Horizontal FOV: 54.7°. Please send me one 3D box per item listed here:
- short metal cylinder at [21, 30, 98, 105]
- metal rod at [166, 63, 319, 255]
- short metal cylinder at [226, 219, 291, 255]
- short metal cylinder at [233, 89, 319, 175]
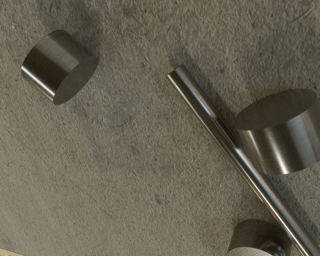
[{"bbox_3d":[-0.124,-0.075,0.390,0.050,0.080,0.080,40,129,0],"label":"short metal cylinder"},{"bbox_3d":[0.108,0.049,0.380,0.025,0.025,0.300,-31,101,38],"label":"metal rod"},{"bbox_3d":[0.136,0.174,0.427,0.080,0.050,0.079,13,124,21],"label":"short metal cylinder"},{"bbox_3d":[0.121,0.002,0.309,0.080,0.080,0.050,-17,110,34],"label":"short metal cylinder"}]
